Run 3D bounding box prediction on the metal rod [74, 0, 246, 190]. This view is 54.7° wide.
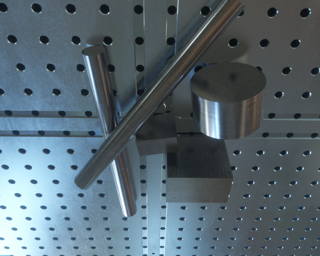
[{"bbox_3d":[-0.016,-0.026,0.366,0.025,0.025,0.299,30,117,-24],"label":"metal rod"}]

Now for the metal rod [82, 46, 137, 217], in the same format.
[{"bbox_3d":[-0.062,0.029,0.435,0.025,0.025,0.298,-3,130,2],"label":"metal rod"}]

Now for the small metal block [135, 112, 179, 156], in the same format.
[{"bbox_3d":[-0.003,0.007,0.401,0.050,0.050,0.025,-7,130,5],"label":"small metal block"}]

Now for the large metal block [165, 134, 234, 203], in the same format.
[{"bbox_3d":[0.049,0.054,0.422,0.081,0.080,0.050,1,130,-1],"label":"large metal block"}]

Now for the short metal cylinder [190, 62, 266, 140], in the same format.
[{"bbox_3d":[0.076,-0.032,0.349,0.080,0.080,0.050,-6,130,5],"label":"short metal cylinder"}]
